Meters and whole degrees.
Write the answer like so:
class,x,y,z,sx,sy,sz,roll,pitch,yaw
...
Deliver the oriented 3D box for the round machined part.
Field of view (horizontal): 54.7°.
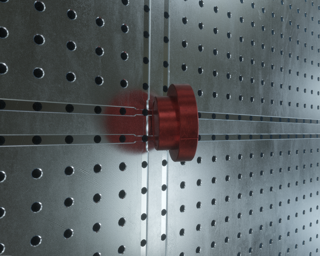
class,x,y,z,sx,sy,sz,roll,pitch,yaw
round machined part,0.015,-0.006,0.387,0.042,0.098,0.097,-2,92,-9
